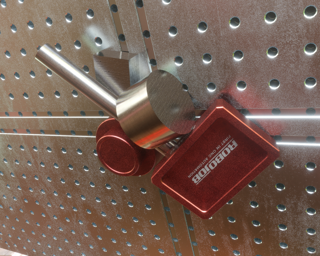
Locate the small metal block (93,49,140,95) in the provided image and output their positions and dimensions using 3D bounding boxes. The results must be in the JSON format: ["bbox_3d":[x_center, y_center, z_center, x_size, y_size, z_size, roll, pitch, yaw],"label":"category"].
[{"bbox_3d":[-0.054,-0.070,0.395,0.050,0.025,0.050,12,124,21],"label":"small metal block"}]

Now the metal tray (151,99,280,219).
[{"bbox_3d":[0.063,0.041,0.372,0.090,0.030,0.129,37,114,-7],"label":"metal tray"}]

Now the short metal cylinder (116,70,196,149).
[{"bbox_3d":[-0.004,-0.021,0.363,0.050,0.080,0.080,-28,103,37],"label":"short metal cylinder"}]

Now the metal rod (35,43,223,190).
[{"bbox_3d":[-0.026,-0.003,0.400,0.301,0.025,0.025,38,129,-8],"label":"metal rod"}]

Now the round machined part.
[{"bbox_3d":[-0.051,0.030,0.443,0.098,0.042,0.097,13,124,20],"label":"round machined part"}]
